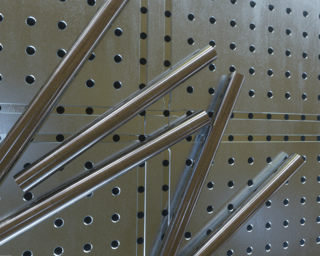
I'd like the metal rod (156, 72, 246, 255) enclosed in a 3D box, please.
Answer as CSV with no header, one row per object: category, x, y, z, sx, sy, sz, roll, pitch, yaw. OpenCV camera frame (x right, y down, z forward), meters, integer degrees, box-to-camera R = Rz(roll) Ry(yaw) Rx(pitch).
metal rod,0.056,0.060,0.434,0.025,0.025,0.299,26,81,-19

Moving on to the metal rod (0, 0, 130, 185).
metal rod,-0.117,-0.060,0.369,0.025,0.025,0.300,35,78,-17

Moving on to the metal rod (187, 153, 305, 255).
metal rod,0.107,0.139,0.454,0.301,0.025,0.025,-38,103,-16

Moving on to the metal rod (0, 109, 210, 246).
metal rod,-0.063,0.054,0.390,0.302,0.025,0.025,-29,100,-18

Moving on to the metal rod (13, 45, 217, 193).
metal rod,-0.044,-0.021,0.397,0.301,0.025,0.025,-36,102,-17
